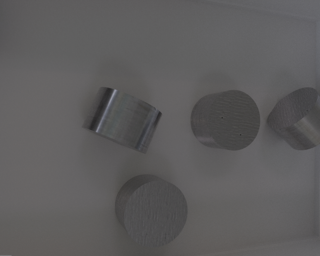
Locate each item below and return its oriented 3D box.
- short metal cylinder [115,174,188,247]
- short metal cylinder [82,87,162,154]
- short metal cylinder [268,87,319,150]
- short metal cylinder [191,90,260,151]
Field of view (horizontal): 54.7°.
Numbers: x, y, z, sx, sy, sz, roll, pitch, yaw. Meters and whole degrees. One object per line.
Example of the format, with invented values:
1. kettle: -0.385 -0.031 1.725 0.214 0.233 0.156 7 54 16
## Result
1. short metal cylinder: -0.012 0.102 0.393 0.081 0.050 0.080 0 90 -20
2. short metal cylinder: -0.044 -0.008 0.365 0.080 0.080 0.050 25 82 -18
3. short metal cylinder: 0.210 -0.014 0.459 0.050 0.080 0.080 41 77 -16
4. short metal cylinder: 0.090 -0.010 0.430 0.081 0.050 0.080 0 90 -20
